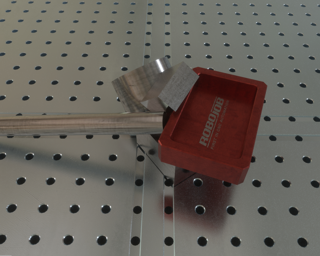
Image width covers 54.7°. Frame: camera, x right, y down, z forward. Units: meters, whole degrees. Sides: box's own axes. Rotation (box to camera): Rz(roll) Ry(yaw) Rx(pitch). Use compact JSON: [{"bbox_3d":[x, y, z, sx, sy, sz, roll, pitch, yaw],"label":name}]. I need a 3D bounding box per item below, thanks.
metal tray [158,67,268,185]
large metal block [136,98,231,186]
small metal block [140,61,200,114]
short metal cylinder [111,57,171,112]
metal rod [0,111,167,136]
[{"bbox_3d":[0.062,-0.009,0.344,0.090,0.030,0.130,16,51,13],"label":"metal tray"},{"bbox_3d":[0.026,0.010,0.381,0.081,0.050,0.080,-28,56,-22],"label":"large metal block"},{"bbox_3d":[0.010,-0.043,0.350,0.025,0.050,0.050,40,72,-18],"label":"small metal block"},{"bbox_3d":[-0.017,-0.054,0.409,0.081,0.080,0.050,-28,99,-22],"label":"short metal cylinder"},{"bbox_3d":[-0.141,-0.003,0.370,0.301,0.025,0.025,-1,49,13],"label":"metal rod"}]
